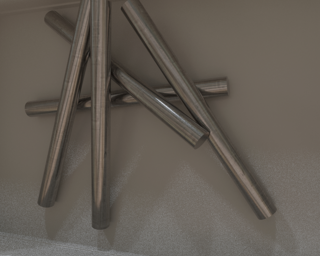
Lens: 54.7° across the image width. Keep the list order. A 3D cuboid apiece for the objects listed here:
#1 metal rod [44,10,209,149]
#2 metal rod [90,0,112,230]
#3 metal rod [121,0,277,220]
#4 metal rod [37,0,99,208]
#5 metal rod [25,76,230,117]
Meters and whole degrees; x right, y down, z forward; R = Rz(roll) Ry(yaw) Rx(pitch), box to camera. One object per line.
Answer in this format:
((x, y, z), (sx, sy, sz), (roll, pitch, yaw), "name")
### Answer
((-0.058, -0.075, 0.409), (0.300, 0.025, 0.025), (41, 103, 23), "metal rod")
((-0.077, -0.007, 0.404), (0.025, 0.025, 0.298), (8, 105, 19), "metal rod")
((0.045, -0.024, 0.370), (0.025, 0.025, 0.299), (-34, 88, 17), "metal rod")
((-0.129, -0.023, 0.429), (0.025, 0.025, 0.298), (23, 107, 18), "metal rod")
((-0.058, -0.040, 0.429), (0.301, 0.025, 0.025), (-4, 89, 19), "metal rod")
